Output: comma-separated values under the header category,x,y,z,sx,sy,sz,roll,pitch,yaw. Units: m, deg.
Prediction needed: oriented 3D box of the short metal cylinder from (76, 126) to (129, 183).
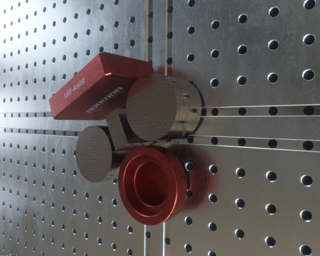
category,x,y,z,sx,sy,sz,roll,pitch,yaw
short metal cylinder,-0.078,0.036,0.452,0.080,0.050,0.079,0,90,40

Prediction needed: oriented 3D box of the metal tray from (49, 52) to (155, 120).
category,x,y,z,sx,sy,sz,roll,pitch,yaw
metal tray,-0.080,-0.051,0.427,0.130,0.091,0.030,-30,72,36

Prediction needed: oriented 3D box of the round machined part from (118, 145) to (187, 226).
category,x,y,z,sx,sy,sz,roll,pitch,yaw
round machined part,-0.005,0.071,0.397,0.098,0.042,0.097,0,90,40

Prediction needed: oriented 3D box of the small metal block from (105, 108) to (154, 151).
category,x,y,z,sx,sy,sz,roll,pitch,yaw
small metal block,-0.041,0.002,0.421,0.025,0.050,0.050,-32,71,36

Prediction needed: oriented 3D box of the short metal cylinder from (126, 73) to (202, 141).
category,x,y,z,sx,sy,sz,roll,pitch,yaw
short metal cylinder,0.004,-0.025,0.385,0.080,0.050,0.079,0,90,40
